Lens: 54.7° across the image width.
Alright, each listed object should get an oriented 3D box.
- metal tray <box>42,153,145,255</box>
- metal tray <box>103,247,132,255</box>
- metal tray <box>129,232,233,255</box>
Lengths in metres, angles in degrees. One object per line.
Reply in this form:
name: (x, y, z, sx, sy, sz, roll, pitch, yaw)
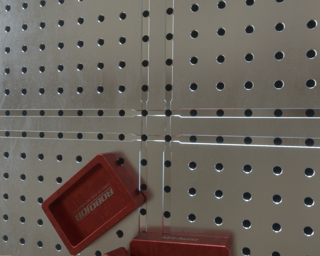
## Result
metal tray: (-0.097, 0.108, 0.442, 0.130, 0.030, 0.090, -40, 78, 15)
metal tray: (-0.055, 0.234, 0.401, 0.090, 0.030, 0.129, 38, 115, 33)
metal tray: (0.028, 0.188, 0.399, 0.130, 0.030, 0.089, -3, 89, 19)
